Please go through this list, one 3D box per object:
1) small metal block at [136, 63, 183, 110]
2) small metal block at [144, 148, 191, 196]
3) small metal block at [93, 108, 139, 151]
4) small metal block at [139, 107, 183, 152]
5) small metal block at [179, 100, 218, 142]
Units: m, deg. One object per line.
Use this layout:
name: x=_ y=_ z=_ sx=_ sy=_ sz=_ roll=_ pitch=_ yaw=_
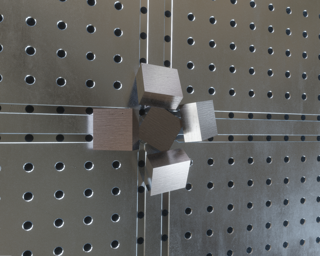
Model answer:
small metal block: x=-0.002 y=-0.054 z=0.400 sx=0.050 sy=0.025 sz=0.050 roll=7 pitch=52 yaw=-20
small metal block: x=0.009 y=0.057 z=0.404 sx=0.050 sy=0.025 sz=0.050 roll=-10 pitch=129 yaw=-20
small metal block: x=-0.054 y=0.002 z=0.381 sx=0.050 sy=0.025 sz=0.050 roll=0 pitch=90 yaw=14
small metal block: x=-0.004 y=0.001 z=0.412 sx=0.050 sy=0.025 sz=0.050 roll=33 pitch=79 yaw=-18
small metal block: x=0.053 y=-0.010 z=0.421 sx=0.050 sy=0.025 sz=0.050 roll=-14 pitch=96 yaw=-55
